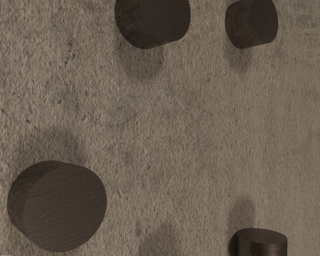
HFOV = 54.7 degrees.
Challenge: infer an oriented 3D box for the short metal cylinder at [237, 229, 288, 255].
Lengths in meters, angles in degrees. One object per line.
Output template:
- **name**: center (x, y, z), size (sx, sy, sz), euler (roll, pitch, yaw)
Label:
- **short metal cylinder**: center (0.168, 0.203, 0.514), size (0.081, 0.080, 0.050), euler (2, 89, -40)

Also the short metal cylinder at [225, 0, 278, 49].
- **short metal cylinder**: center (0.155, -0.178, 0.521), size (0.081, 0.050, 0.079), euler (0, 90, -40)

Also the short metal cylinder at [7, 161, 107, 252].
- **short metal cylinder**: center (-0.101, 0.074, 0.306), size (0.081, 0.050, 0.079), euler (0, 90, -40)

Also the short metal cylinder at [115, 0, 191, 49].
- **short metal cylinder**: center (-0.008, -0.142, 0.383), size (0.081, 0.050, 0.079), euler (0, 90, -40)
